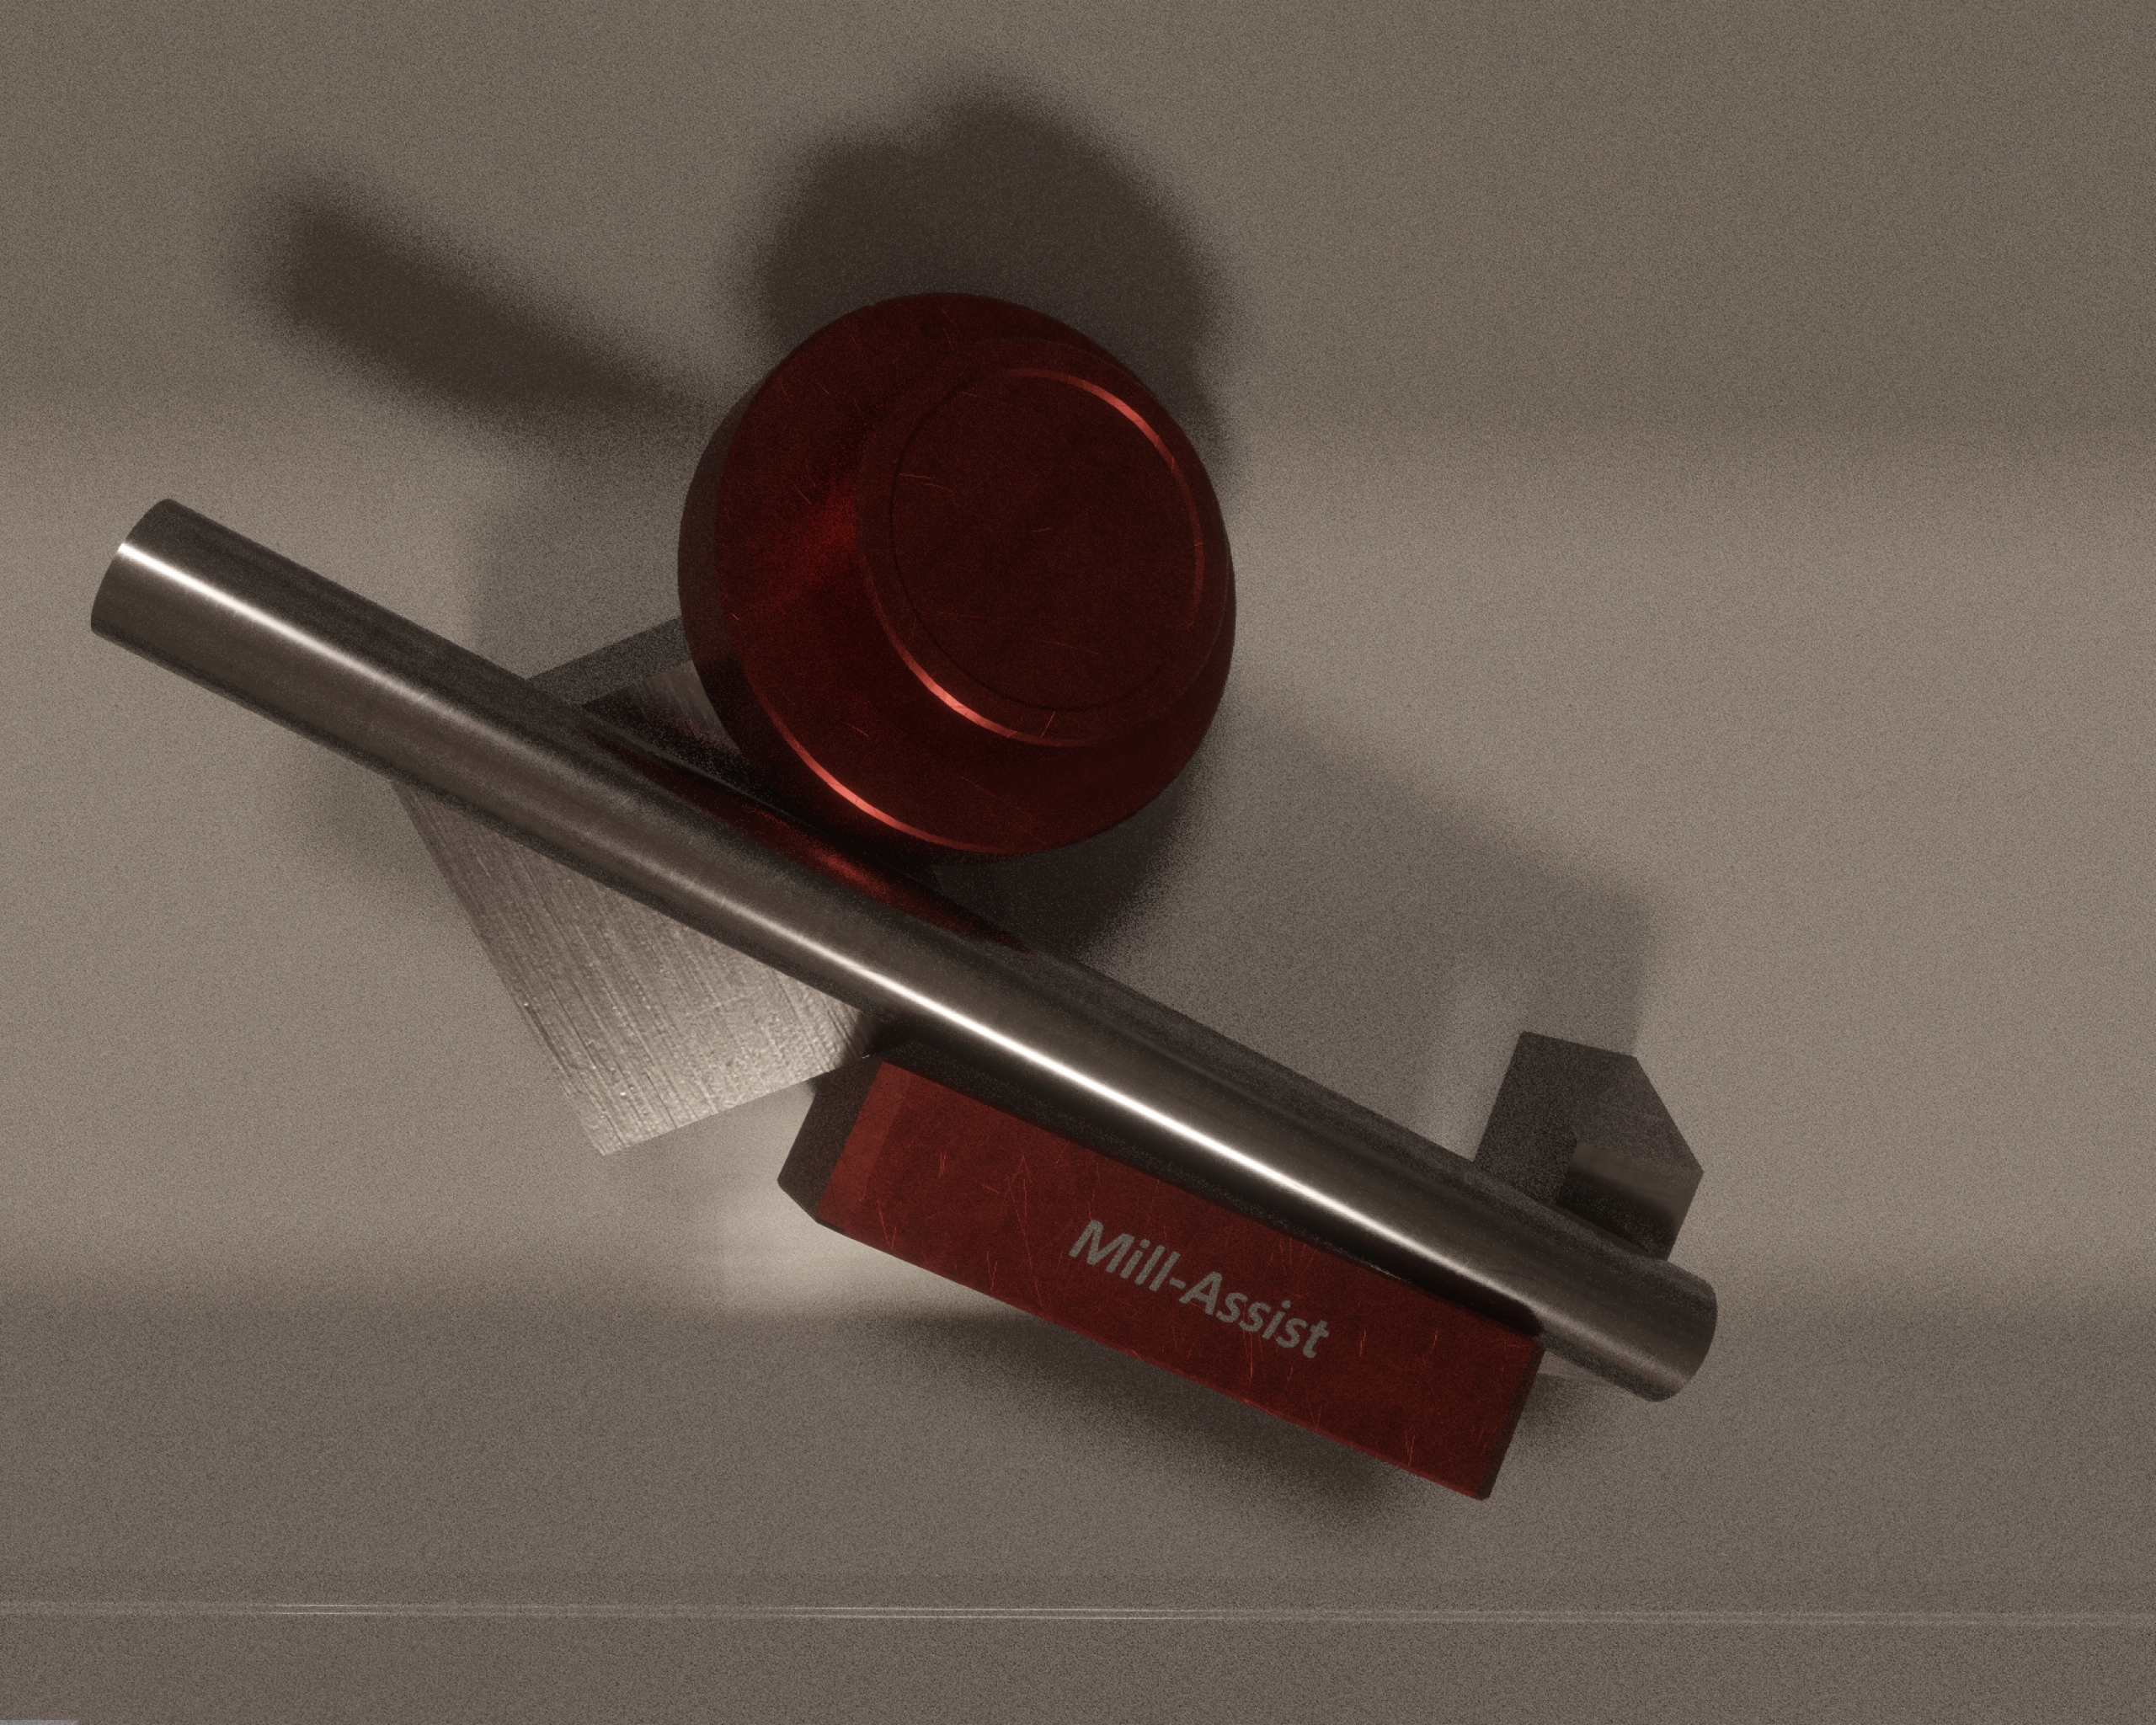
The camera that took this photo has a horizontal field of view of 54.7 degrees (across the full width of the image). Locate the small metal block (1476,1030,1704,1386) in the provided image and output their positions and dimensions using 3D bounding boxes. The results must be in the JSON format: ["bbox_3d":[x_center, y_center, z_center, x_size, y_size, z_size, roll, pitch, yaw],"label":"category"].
[{"bbox_3d":[0.099,0.069,0.423,0.025,0.050,0.050,14,110,-5],"label":"small metal block"}]

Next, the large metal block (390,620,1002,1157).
[{"bbox_3d":[-0.067,-0.002,0.394,0.080,0.050,0.080,-21,109,7],"label":"large metal block"}]

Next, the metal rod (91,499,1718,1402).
[{"bbox_3d":[-0.020,0.021,0.362,0.301,0.025,0.025,27,108,-10],"label":"metal rod"}]

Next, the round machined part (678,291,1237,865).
[{"bbox_3d":[-0.014,-0.050,0.354,0.099,0.042,0.097,4,82,-28],"label":"round machined part"}]

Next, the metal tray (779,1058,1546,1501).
[{"bbox_3d":[0.011,0.076,0.400,0.131,0.090,0.030,25,81,-10],"label":"metal tray"}]
